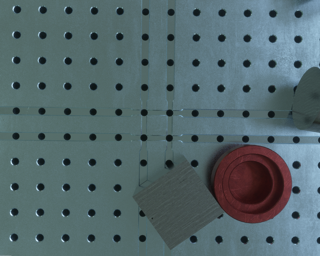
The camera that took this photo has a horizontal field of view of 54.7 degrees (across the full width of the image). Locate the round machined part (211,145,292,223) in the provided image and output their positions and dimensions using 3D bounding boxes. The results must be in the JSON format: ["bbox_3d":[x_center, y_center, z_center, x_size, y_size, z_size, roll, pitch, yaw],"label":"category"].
[{"bbox_3d":[0.115,0.070,0.405,0.099,0.042,0.097,0,90,-1],"label":"round machined part"}]

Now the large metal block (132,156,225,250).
[{"bbox_3d":[0.023,0.093,0.401,0.080,0.050,0.080,-35,90,0],"label":"large metal block"}]

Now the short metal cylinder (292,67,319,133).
[{"bbox_3d":[0.209,-0.033,0.387,0.050,0.080,0.080,9,90,0],"label":"short metal cylinder"}]
